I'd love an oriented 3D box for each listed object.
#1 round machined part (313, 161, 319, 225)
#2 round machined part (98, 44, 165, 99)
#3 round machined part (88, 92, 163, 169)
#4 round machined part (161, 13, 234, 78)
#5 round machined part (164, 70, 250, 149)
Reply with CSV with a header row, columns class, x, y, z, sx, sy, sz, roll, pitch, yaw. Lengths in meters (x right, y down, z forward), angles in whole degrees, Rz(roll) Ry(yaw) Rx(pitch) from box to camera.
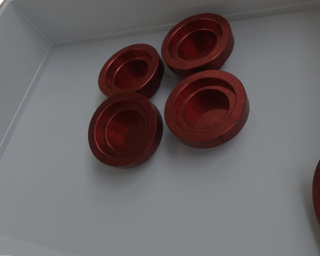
class,x,y,z,sx,sy,sz,roll,pitch,yaw
round machined part,0.173,0.056,0.247,0.042,0.097,0.098,4,57,-11
round machined part,-0.038,-0.074,0.457,0.098,0.042,0.098,-13,54,20
round machined part,-0.041,0.005,0.403,0.098,0.042,0.098,-7,71,22
round machined part,0.055,-0.109,0.432,0.098,0.042,0.098,-13,56,20
round machined part,0.059,-0.019,0.375,0.098,0.042,0.098,-13,56,20
